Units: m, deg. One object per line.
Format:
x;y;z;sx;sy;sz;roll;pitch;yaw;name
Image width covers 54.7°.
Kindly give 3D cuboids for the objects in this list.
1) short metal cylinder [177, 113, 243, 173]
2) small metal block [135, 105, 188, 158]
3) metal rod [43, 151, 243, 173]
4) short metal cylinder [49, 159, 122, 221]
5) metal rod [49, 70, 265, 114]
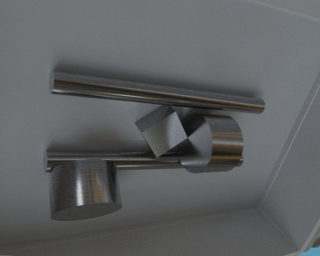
0.066;0.021;0.422;0.050;0.080;0.079;2;118;-30;short metal cylinder
0.002;0.004;0.412;0.050;0.025;0.050;-33;129;-7;small metal block
-0.002;0.045;0.435;0.303;0.025;0.025;3;117;-30;metal rod
-0.088;0.075;0.367;0.081;0.050;0.080;-10;155;-5;short metal cylinder
0.019;-0.040;0.393;0.303;0.025;0.025;3;117;-30;metal rod
